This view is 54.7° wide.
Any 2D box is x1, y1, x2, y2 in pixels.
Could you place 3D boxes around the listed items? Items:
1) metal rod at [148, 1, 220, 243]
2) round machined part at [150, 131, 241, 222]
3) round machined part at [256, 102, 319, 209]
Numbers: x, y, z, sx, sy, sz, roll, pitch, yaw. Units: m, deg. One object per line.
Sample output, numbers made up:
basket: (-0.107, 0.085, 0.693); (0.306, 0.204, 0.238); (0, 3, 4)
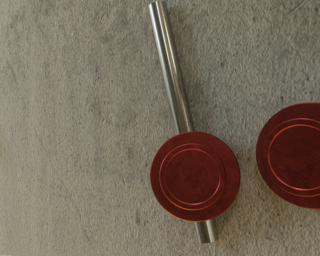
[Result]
metal rod: (0.026, -0.015, 0.381); (0.025, 0.025, 0.298); (-19, 78, 38)
round machined part: (0.037, 0.052, 0.335); (0.098, 0.042, 0.097); (-1, 83, 11)
round machined part: (0.134, 0.025, 0.282); (0.098, 0.042, 0.097); (0, 90, 39)
